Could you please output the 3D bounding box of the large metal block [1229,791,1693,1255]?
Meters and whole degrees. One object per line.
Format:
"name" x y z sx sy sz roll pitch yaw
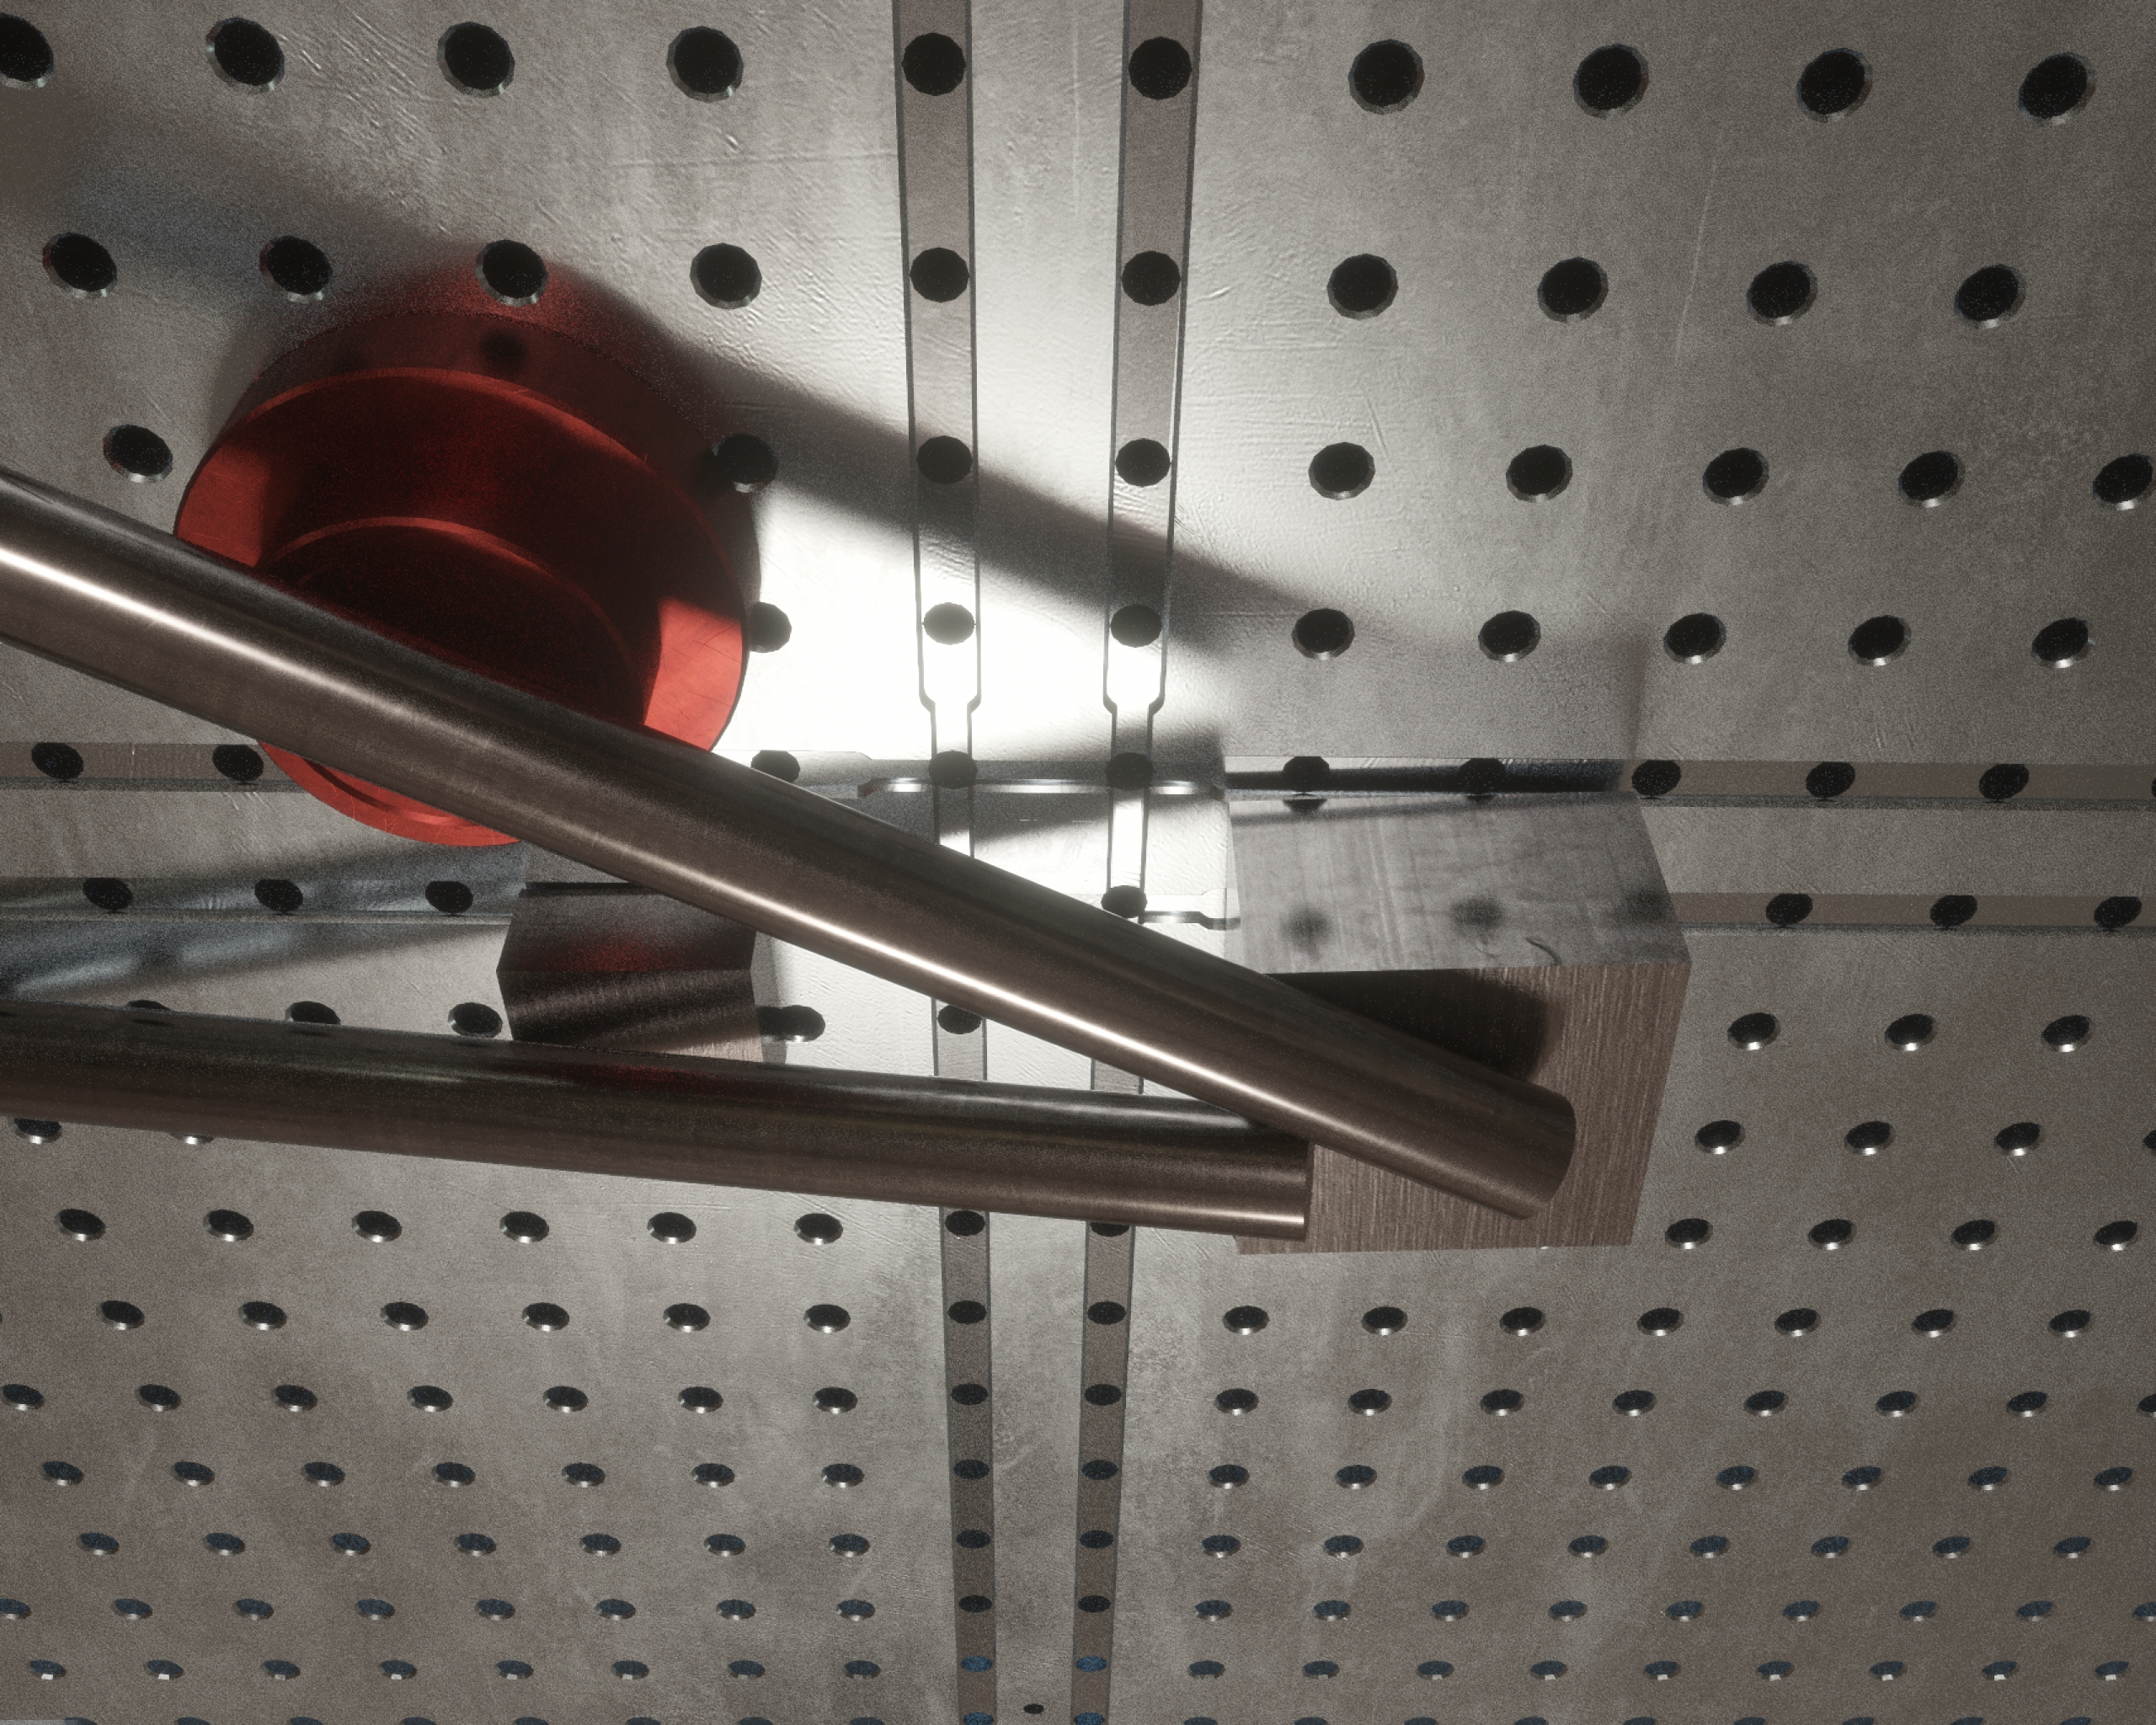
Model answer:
"large metal block" 0.072 0.033 0.421 0.081 0.050 0.079 -2 130 1

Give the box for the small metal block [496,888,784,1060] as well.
"small metal block" -0.090 0.032 0.438 0.050 0.025 0.050 0 130 0

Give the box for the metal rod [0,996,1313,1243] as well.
"metal rod" -0.105 0.049 0.415 0.301 0.025 0.025 4 131 10

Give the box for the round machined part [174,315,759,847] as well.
"round machined part" -0.107 -0.041 0.363 0.099 0.042 0.097 -1 130 0

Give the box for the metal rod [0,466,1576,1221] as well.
"metal rod" -0.050 -0.001 0.347 0.302 0.025 0.025 22 127 -15
